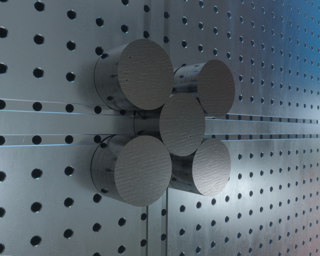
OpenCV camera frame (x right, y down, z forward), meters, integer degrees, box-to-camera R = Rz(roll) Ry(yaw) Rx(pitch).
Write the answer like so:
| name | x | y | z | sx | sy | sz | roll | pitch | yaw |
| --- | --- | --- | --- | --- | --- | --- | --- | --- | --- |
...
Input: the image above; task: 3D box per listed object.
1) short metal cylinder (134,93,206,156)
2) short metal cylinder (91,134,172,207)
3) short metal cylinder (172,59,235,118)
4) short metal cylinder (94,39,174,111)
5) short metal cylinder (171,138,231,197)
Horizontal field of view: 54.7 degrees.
| name | x | y | z | sx | sy | sz | roll | pitch | yaw |
| --- | --- | --- | --- | --- | --- | --- | --- | --- | --- |
| short metal cylinder | 0.014 | -0.005 | 0.406 | 0.081 | 0.050 | 0.079 | 0 | 90 | -40 |
| short metal cylinder | -0.033 | 0.048 | 0.366 | 0.081 | 0.050 | 0.079 | 0 | 90 | -40 |
| short metal cylinder | 0.063 | -0.054 | 0.445 | 0.081 | 0.050 | 0.079 | 0 | 90 | -40 |
| short metal cylinder | -0.030 | -0.060 | 0.369 | 0.081 | 0.050 | 0.079 | 0 | 90 | -40 |
| short metal cylinder | 0.056 | 0.053 | 0.441 | 0.081 | 0.050 | 0.079 | 0 | 90 | -40 |
